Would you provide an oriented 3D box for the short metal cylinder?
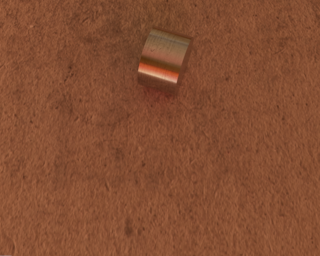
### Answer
[{"bbox_3d":[0.008,-0.088,0.411,0.050,0.080,0.080,18,71,6],"label":"short metal cylinder"}]
